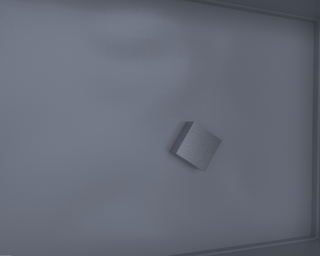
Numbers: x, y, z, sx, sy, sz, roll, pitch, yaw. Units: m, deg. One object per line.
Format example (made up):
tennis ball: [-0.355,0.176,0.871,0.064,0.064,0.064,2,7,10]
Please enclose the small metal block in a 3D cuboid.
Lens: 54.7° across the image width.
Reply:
small metal block: [0.049,0.025,0.430,0.050,0.025,0.050,33,79,-17]
